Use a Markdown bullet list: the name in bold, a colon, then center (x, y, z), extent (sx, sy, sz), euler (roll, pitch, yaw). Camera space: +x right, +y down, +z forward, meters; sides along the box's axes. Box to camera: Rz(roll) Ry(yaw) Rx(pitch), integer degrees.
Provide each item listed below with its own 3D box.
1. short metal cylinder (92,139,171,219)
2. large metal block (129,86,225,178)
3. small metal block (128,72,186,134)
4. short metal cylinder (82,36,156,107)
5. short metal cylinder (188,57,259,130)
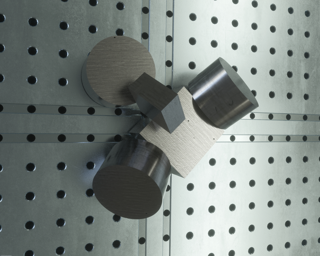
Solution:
- **short metal cylinder**: center (-0.031, 0.060, 0.362), extent (0.080, 0.050, 0.079), euler (7, 122, 11)
- **large metal block**: center (0.021, 0.005, 0.401), extent (0.080, 0.050, 0.080), euler (46, 76, -14)
- **small metal block**: center (-0.002, -0.027, 0.342), extent (0.050, 0.050, 0.025), euler (37, 76, 28)
- **short metal cylinder**: center (-0.052, -0.066, 0.377), extent (0.081, 0.050, 0.079), euler (0, 90, -20)
- **short metal cylinder**: center (0.082, -0.045, 0.402), extent (0.050, 0.080, 0.080), euler (-38, 106, 24)
